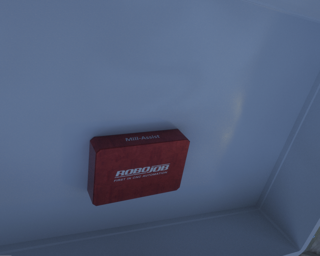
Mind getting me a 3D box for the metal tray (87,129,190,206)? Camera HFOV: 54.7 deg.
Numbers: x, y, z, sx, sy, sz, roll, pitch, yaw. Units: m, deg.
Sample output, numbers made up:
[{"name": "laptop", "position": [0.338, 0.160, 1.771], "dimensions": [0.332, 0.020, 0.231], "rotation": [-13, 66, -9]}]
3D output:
[{"name": "metal tray", "position": [-0.029, 0.052, 0.423], "dimensions": [0.131, 0.030, 0.089], "rotation": [-5, 121, -26]}]
